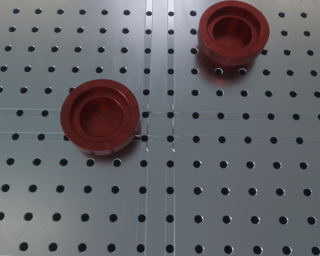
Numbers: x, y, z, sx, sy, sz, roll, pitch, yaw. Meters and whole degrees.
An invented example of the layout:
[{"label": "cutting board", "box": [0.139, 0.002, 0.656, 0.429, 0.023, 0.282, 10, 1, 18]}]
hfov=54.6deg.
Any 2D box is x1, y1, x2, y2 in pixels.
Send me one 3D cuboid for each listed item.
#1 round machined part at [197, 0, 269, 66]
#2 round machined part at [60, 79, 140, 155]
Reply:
[{"label": "round machined part", "box": [0.103, -0.133, 0.452, 0.099, 0.042, 0.098, 0, 70, 0]}, {"label": "round machined part", "box": [-0.075, -0.011, 0.407, 0.099, 0.042, 0.098, 0, 70, 0]}]
